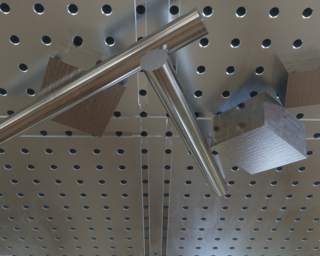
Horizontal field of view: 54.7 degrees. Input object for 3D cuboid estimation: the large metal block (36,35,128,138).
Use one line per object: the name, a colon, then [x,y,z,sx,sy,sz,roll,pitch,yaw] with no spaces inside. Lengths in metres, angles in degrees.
large metal block: [-0.089,-0.045,0.356,0.080,0.050,0.080,21,127,-17]

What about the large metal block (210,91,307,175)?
large metal block: [0.123,0.010,0.390,0.080,0.050,0.080,32,142,-25]

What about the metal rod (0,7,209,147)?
metal rod: [-0.092,-0.033,0.316,0.300,0.025,0.025,-25,126,19]

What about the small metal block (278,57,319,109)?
small metal block: [0.172,-0.053,0.368,0.050,0.025,0.050,-7,130,6]

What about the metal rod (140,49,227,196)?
metal rod: [0.045,0.020,0.379,0.025,0.025,0.300,-16,144,13]
